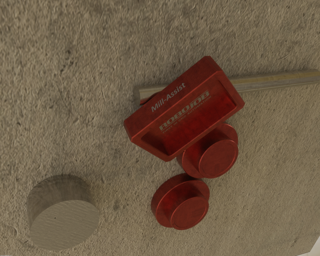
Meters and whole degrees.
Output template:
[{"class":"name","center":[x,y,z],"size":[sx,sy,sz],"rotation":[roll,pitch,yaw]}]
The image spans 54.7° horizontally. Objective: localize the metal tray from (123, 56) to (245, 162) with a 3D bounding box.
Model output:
[{"class":"metal tray","center":[0.032,-0.018,0.383],"size":[0.130,0.030,0.090],"rotation":[-38,142,12]}]

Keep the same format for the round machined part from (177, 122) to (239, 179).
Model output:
[{"class":"round machined part","center":[0.077,0.036,0.463],"size":[0.099,0.042,0.097],"rotation":[-14,125,-21]}]

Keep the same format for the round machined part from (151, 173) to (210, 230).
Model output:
[{"class":"round machined part","center":[0.039,0.124,0.496],"size":[0.099,0.042,0.097],"rotation":[-14,125,-21]}]

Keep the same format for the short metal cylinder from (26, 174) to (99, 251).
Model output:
[{"class":"short metal cylinder","center":[-0.123,0.106,0.390],"size":[0.081,0.050,0.079],"rotation":[-14,125,-21]}]

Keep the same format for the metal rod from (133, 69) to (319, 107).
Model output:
[{"class":"metal rod","center":[0.108,-0.060,0.430],"size":[0.303,0.025,0.025],"rotation":[-9,123,-24]}]
